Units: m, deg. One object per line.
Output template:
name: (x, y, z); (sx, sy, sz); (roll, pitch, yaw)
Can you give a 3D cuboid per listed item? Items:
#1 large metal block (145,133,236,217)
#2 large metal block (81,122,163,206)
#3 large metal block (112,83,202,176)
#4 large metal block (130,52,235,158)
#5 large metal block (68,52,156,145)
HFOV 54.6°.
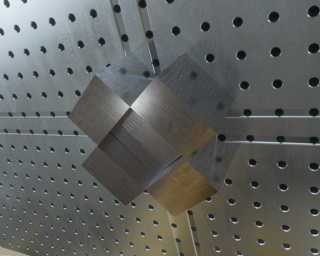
large metal block: (0.039, 0.053, 0.390); (0.050, 0.080, 0.080); (45, 129, -3)
large metal block: (-0.045, 0.044, 0.427); (0.080, 0.080, 0.050); (43, 129, -2)
large metal block: (-0.001, 0.002, 0.396); (0.080, 0.050, 0.080); (45, 131, -1)
large metal block: (0.028, -0.028, 0.344); (0.080, 0.080, 0.050); (43, 129, -2)
large metal block: (-0.055, -0.037, 0.383); (0.050, 0.080, 0.080); (44, 129, -2)
